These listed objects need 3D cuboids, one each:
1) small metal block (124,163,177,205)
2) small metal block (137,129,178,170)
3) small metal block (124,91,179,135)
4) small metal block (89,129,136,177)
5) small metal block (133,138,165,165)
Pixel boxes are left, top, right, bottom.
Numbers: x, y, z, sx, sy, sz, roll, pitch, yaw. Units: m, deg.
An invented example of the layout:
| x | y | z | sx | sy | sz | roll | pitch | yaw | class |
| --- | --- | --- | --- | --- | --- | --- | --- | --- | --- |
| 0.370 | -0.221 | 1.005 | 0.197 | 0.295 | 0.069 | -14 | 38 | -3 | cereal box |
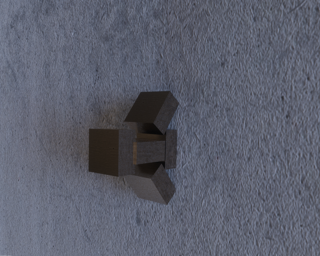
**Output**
| x | y | z | sx | sy | sz | roll | pitch | yaw | class |
| --- | --- | --- | --- | --- | --- | --- | --- | --- | --- |
| -0.014 | 0.069 | 0.400 | 0.050 | 0.025 | 0.050 | 3 | 133 | 39 | small metal block |
| -0.004 | 0.026 | 0.409 | 0.050 | 0.025 | 0.050 | 3 | 92 | 39 | small metal block |
| -0.011 | -0.020 | 0.398 | 0.050 | 0.025 | 0.050 | 4 | 56 | 40 | small metal block |
| -0.055 | 0.026 | 0.352 | 0.050 | 0.025 | 0.050 | 1 | 91 | 39 | small metal block |
| -0.029 | 0.027 | 0.379 | 0.050 | 0.050 | 0.025 | 3 | 92 | 39 | small metal block |
